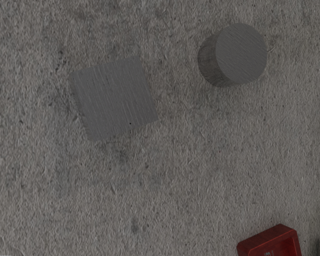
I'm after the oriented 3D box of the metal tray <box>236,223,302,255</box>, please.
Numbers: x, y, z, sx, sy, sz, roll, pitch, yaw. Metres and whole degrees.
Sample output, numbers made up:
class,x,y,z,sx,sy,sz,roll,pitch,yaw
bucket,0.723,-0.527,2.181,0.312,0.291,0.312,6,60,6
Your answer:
class,x,y,z,sx,sy,sz,roll,pitch,yaw
metal tray,0.175,0.224,0.471,0.091,0.030,0.129,-16,96,-19

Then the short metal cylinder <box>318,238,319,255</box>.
class,x,y,z,sx,sy,sz,roll,pitch,yaw
short metal cylinder,0.294,0.210,0.489,0.081,0.080,0.050,6,88,-20

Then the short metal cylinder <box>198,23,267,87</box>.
class,x,y,z,sx,sy,sz,roll,pitch,yaw
short metal cylinder,0.100,-0.099,0.432,0.081,0.050,0.079,0,90,-20

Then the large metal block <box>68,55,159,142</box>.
class,x,y,z,sx,sy,sz,roll,pitch,yaw
large metal block,-0.057,-0.035,0.374,0.081,0.050,0.080,-20,97,-19
